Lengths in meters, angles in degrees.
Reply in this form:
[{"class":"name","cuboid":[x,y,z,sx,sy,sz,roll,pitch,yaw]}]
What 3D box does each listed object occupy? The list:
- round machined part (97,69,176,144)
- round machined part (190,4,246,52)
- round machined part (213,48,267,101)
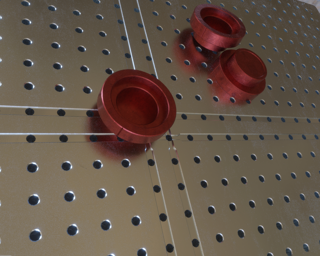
[{"class":"round machined part","cuboid":[-0.032,-0.023,0.396,0.099,0.042,0.098,14,56,-21]},{"class":"round machined part","cuboid":[0.099,-0.174,0.552,0.099,0.042,0.098,12,49,-14]},{"class":"round machined part","cuboid":[0.146,-0.100,0.539,0.099,0.042,0.098,14,56,-21]}]
